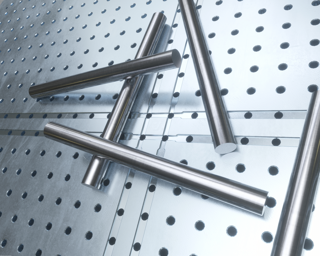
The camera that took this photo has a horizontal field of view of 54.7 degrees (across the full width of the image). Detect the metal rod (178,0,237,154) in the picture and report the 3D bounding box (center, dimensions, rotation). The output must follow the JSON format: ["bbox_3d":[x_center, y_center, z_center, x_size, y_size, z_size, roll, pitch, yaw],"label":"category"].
[{"bbox_3d":[0.058,-0.099,0.437,0.025,0.025,0.299,-19,54,16],"label":"metal rod"}]

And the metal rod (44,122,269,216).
[{"bbox_3d":[-0.025,0.039,0.373,0.301,0.025,0.025,16,70,26],"label":"metal rod"}]

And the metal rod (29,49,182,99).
[{"bbox_3d":[-0.103,-0.078,0.484,0.300,0.025,0.025,-6,59,33],"label":"metal rod"}]

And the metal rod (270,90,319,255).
[{"bbox_3d":[0.121,0.096,0.285,0.025,0.025,0.300,10,67,32],"label":"metal rod"}]

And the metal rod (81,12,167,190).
[{"bbox_3d":[-0.046,-0.054,0.463,0.025,0.025,0.300,6,64,30],"label":"metal rod"}]
